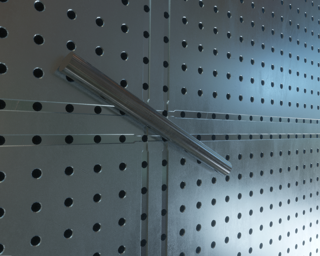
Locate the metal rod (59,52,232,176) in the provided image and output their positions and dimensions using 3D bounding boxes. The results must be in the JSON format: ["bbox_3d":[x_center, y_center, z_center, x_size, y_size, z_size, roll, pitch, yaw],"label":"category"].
[{"bbox_3d":[0.003,-0.003,0.414,0.301,0.025,0.025,34,69,-35],"label":"metal rod"}]
